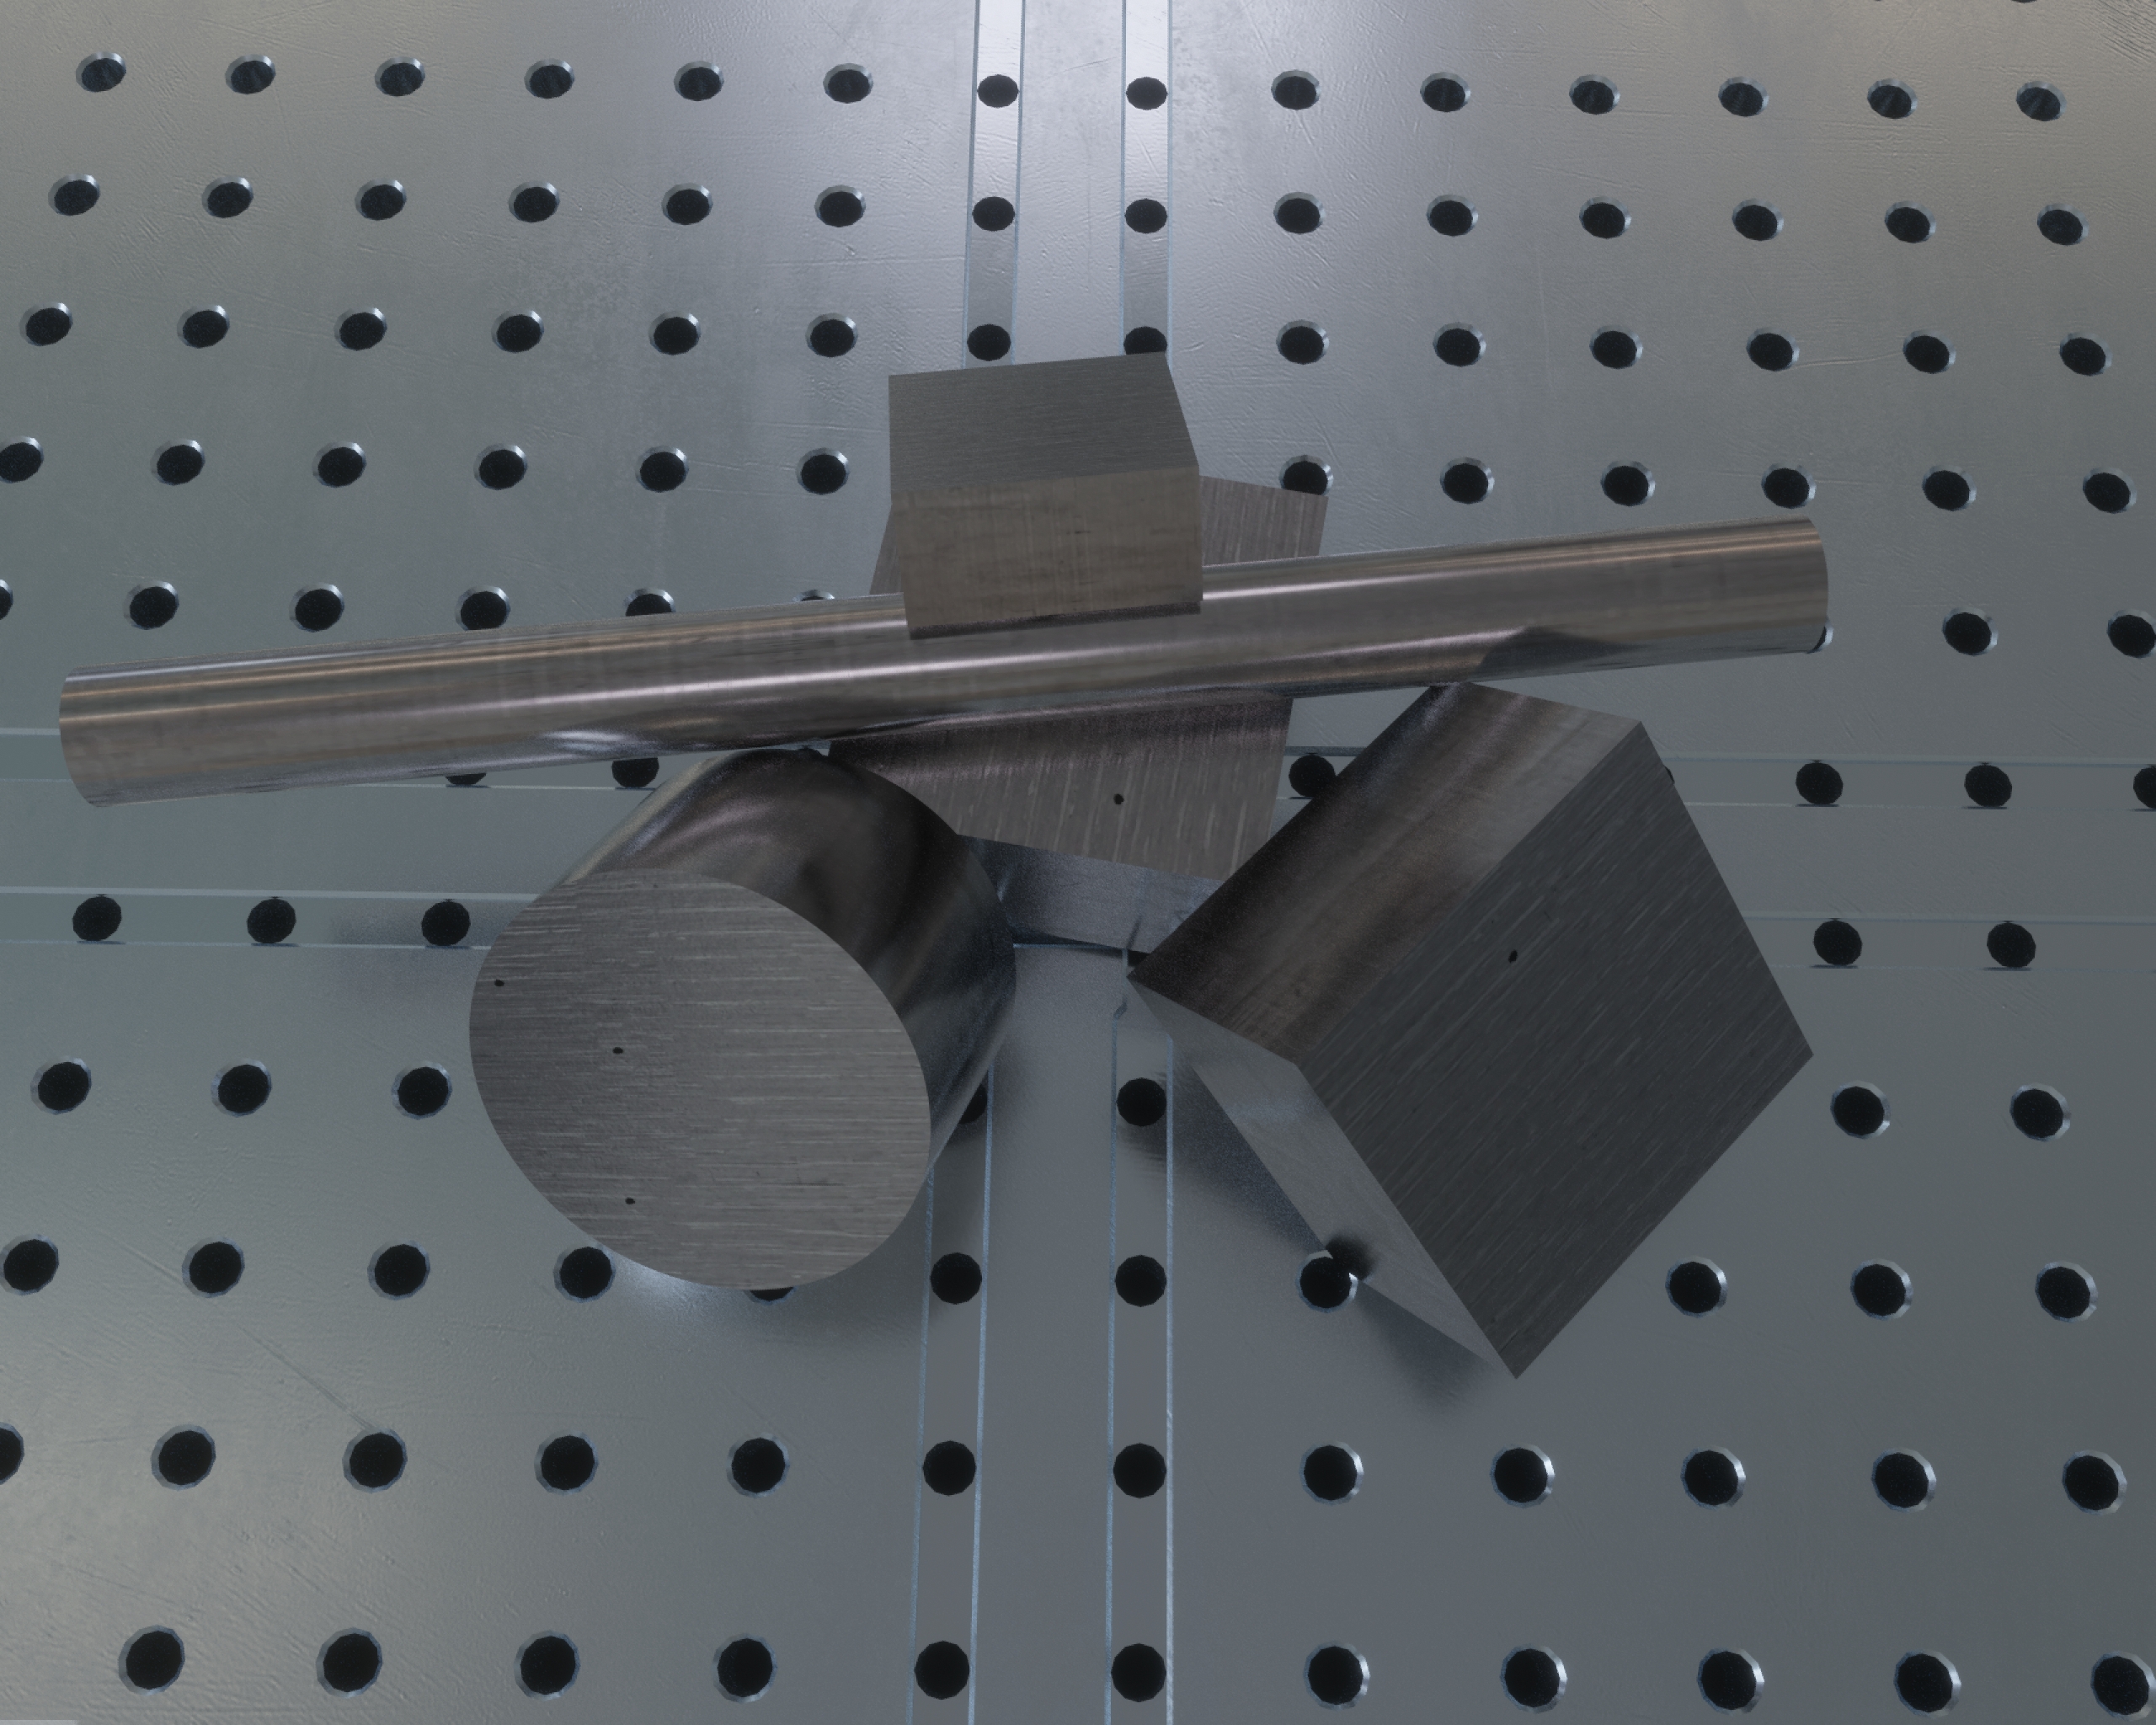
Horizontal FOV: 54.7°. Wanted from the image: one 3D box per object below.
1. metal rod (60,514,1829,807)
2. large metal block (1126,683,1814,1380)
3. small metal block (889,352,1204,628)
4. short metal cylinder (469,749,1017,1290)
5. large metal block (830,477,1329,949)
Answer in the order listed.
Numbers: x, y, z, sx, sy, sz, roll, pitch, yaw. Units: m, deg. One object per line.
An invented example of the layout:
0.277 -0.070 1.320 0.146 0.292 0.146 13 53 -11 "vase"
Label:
-0.021 -0.036 0.368 0.302 0.025 0.025 -5 70 -2 "metal rod"
0.070 0.027 0.363 0.080 0.050 0.080 -43 120 -14 "large metal block"
-0.007 -0.066 0.366 0.050 0.025 0.050 -5 35 -2 "small metal block"
-0.056 0.026 0.362 0.080 0.079 0.050 18 28 6 "short metal cylinder"
0.000 -0.031 0.406 0.080 0.050 0.080 10 70 3 "large metal block"
